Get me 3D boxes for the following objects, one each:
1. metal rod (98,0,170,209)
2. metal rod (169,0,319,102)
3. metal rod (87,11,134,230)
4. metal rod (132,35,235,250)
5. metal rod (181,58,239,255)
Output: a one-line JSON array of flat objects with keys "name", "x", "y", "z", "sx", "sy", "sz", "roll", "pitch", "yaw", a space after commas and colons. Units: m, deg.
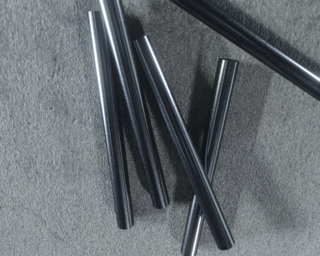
[{"name": "metal rod", "x": -0.028, "y": -0.024, "z": 0.390, "sx": 0.025, "sy": 0.025, "sz": 0.298, "roll": -11, "pitch": 114, "yaw": 4}, {"name": "metal rod", "x": 0.099, "y": -0.110, "z": 0.370, "sx": 0.301, "sy": 0.025, "sz": 0.025, "roll": 30, "pitch": 107, "yaw": -11}, {"name": "metal rod", "x": -0.061, "y": 0.004, "z": 0.410, "sx": 0.025, "sy": 0.025, "sz": 0.298, "roll": -4, "pitch": 110, "yaw": 1}, {"name": "metal rod", "x": 0.034, "y": 0.028, "z": 0.401, "sx": 0.025, "sy": 0.025, "sz": 0.299, "roll": -22, "pitch": 102, "yaw": 7}, {"name": "metal rod", "x": 0.065, "y": 0.055, "z": 0.430, "sx": 0.025, "sy": 0.025, "sz": 0.298, "roll": 7, "pitch": 110, "yaw": -3}]
